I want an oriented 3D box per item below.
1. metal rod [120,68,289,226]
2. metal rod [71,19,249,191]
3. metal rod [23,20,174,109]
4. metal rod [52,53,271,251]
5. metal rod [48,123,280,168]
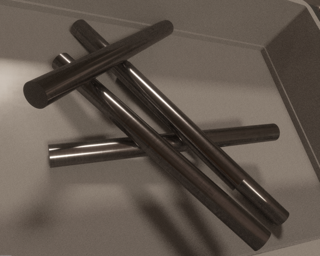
[{"bbox_3d":[0.058,0.020,0.426,0.300,0.025,0.025,44,51,1],"label":"metal rod"},{"bbox_3d":[-0.013,-0.040,0.385,0.025,0.025,0.300,-30,66,-38],"label":"metal rod"},{"bbox_3d":[-0.047,-0.095,0.381,0.025,0.025,0.301,41,36,-1],"label":"metal rod"},{"bbox_3d":[-0.008,0.017,0.340,0.300,0.025,0.025,41,50,11],"label":"metal rod"},{"bbox_3d":[0.023,0.018,0.384,0.303,0.025,0.025,-5,64,-23],"label":"metal rod"}]
